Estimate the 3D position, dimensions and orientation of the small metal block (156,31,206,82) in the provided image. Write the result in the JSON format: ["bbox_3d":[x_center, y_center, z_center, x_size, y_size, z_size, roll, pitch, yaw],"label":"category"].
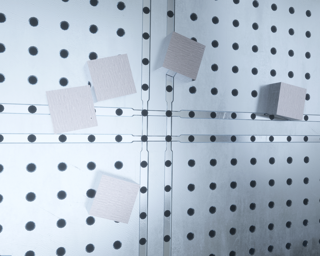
[{"bbox_3d":[0.028,-0.096,0.423,0.050,0.025,0.050,19,84,-19],"label":"small metal block"}]

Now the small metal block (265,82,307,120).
[{"bbox_3d":[0.197,-0.041,0.485,0.050,0.025,0.050,10,87,-20],"label":"small metal block"}]

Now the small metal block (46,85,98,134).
[{"bbox_3d":[-0.106,-0.022,0.373,0.050,0.025,0.050,-12,94,-20],"label":"small metal block"}]

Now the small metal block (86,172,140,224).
[{"bbox_3d":[-0.059,0.088,0.391,0.050,0.025,0.050,20,83,-19],"label":"small metal block"}]

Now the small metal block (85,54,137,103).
[{"bbox_3d":[-0.062,-0.062,0.389,0.050,0.025,0.050,-16,95,-19],"label":"small metal block"}]
